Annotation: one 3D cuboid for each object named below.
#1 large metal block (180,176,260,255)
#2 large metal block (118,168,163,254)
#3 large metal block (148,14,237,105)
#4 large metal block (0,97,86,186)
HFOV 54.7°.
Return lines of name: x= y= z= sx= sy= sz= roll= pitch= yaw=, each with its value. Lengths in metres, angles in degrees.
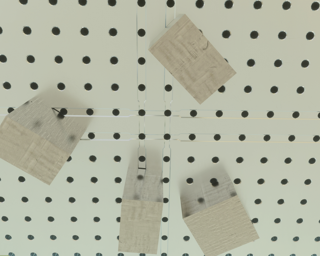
large metal block: x=0.085 y=0.130 z=0.449 sx=0.080 sy=0.050 sz=0.080 roll=-26 pitch=108 yaw=9
large metal block: x=-0.025 y=0.111 z=0.425 sx=0.050 sy=0.080 sz=0.079 roll=6 pitch=110 yaw=-3
large metal block: x=0.034 y=-0.082 z=0.354 sx=0.050 sy=0.080 sz=0.080 roll=-42 pitch=105 yaw=14
large metal block: x=-0.149 y=0.013 z=0.387 sx=0.080 sy=0.080 sz=0.050 roll=34 pitch=107 yaw=-12
